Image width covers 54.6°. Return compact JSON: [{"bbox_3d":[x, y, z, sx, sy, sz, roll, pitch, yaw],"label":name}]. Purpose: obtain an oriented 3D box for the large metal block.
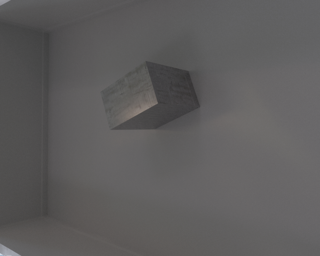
[{"bbox_3d":[-0.012,-0.035,0.382,0.080,0.081,0.050,-26,74,37],"label":"large metal block"}]
